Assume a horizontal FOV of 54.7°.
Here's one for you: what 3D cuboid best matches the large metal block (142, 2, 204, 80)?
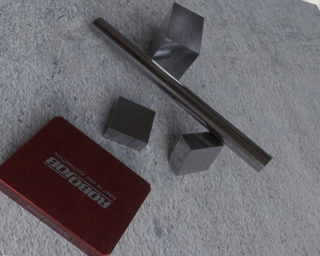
[{"bbox_3d":[0.019,-0.119,0.453,0.050,0.080,0.080,22,53,-16],"label":"large metal block"}]

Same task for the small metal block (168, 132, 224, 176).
[{"bbox_3d":[0.044,0.032,0.391,0.050,0.050,0.025,-5,48,-31],"label":"small metal block"}]

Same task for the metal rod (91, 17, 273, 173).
[{"bbox_3d":[0.017,-0.053,0.405,0.300,0.025,0.025,42,49,17],"label":"metal rod"}]

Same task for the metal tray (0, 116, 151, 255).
[{"bbox_3d":[-0.085,0.059,0.320,0.130,0.030,0.090,38,51,-3],"label":"metal tray"}]

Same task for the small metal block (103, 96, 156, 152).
[{"bbox_3d":[-0.038,-0.005,0.388,0.050,0.025,0.050,23,53,-15],"label":"small metal block"}]
